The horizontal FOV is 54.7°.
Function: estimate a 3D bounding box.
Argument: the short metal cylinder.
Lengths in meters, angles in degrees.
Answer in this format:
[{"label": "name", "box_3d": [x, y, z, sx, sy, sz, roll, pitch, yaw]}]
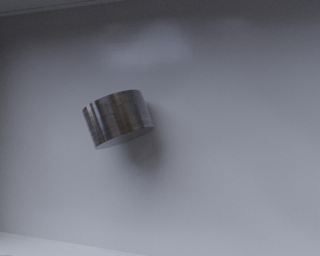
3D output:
[{"label": "short metal cylinder", "box_3d": [-0.053, -0.010, 0.399, 0.080, 0.080, 0.050, -23, 83, 18]}]
